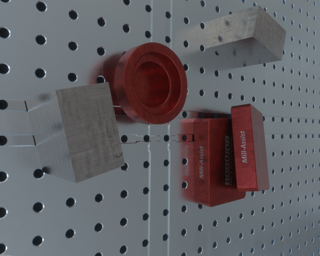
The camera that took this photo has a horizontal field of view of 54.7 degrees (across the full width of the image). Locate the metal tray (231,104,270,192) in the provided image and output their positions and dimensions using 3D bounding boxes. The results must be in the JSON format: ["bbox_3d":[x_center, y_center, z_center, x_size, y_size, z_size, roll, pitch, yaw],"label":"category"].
[{"bbox_3d":[0.145,0.034,0.495,0.090,0.030,0.129,16,69,-59],"label":"metal tray"}]

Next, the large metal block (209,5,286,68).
[{"bbox_3d":[0.138,-0.140,0.488,0.080,0.080,0.050,21,77,-38],"label":"large metal block"}]

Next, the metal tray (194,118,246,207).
[{"bbox_3d":[0.096,0.050,0.486,0.091,0.030,0.129,-1,91,-40],"label":"metal tray"}]

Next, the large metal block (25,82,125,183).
[{"bbox_3d":[-0.085,0.002,0.302,0.050,0.080,0.079,-17,101,-39],"label":"large metal block"}]

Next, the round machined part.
[{"bbox_3d":[-0.015,-0.053,0.385,0.099,0.042,0.097,0,90,-40],"label":"round machined part"}]
